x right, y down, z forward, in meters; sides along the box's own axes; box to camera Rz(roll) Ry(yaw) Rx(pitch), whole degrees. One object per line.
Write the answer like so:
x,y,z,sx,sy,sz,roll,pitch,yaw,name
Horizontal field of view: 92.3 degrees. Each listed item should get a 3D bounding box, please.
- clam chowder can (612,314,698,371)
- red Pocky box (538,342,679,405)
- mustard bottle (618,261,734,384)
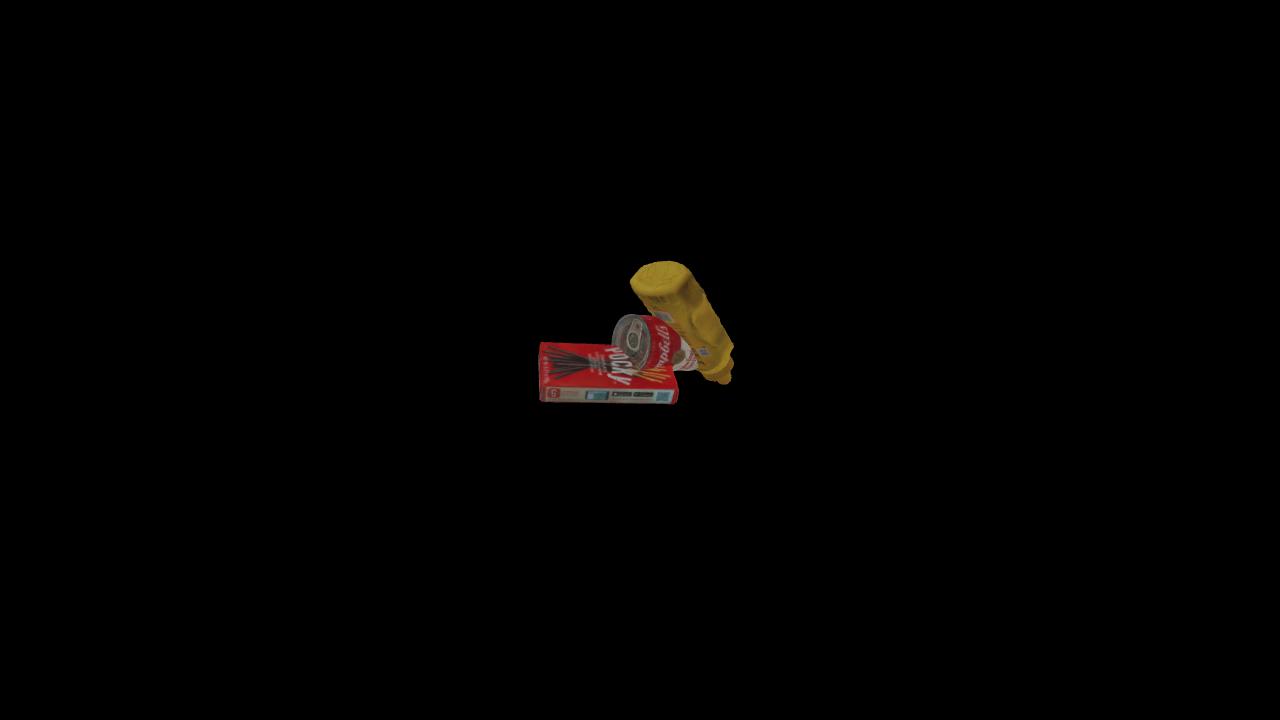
0.026,-0.019,0.734,0.102,0.068,0.068,0,0,-42,clam chowder can
-0.038,0.014,0.704,0.155,0.028,0.083,2,36,-13,red Pocky box
0.064,-0.034,0.736,0.092,0.054,0.184,11,-33,47,mustard bottle
